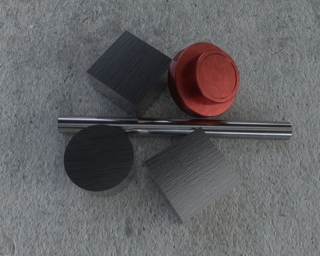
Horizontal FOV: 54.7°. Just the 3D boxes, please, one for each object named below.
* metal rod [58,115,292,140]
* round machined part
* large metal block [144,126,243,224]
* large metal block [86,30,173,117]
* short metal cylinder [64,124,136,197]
[{"bbox_3d":[0.019,0.000,0.411,0.302,0.025,0.025,2,70,0],"label":"metal rod"},{"bbox_3d":[0.063,-0.063,0.399,0.099,0.042,0.097,2,85,-27],"label":"round machined part"},{"bbox_3d":[0.037,0.058,0.375,0.080,0.050,0.080,-32,73,-11],"label":"large metal block"},{"bbox_3d":[-0.037,-0.071,0.419,0.080,0.050,0.080,35,73,11],"label":"large metal block"},{"bbox_3d":[-0.070,0.041,0.380,0.081,0.050,0.080,0,70,0],"label":"short metal cylinder"}]
